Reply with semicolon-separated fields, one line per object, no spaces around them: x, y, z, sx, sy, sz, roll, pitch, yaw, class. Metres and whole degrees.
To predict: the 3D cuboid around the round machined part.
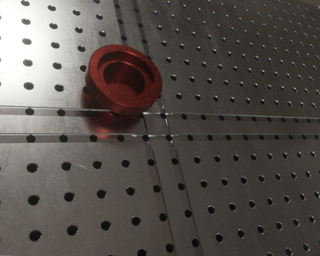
-0.050;-0.058;0.407;0.099;0.042;0.098;14;56;-21;round machined part
